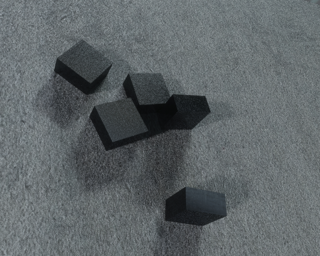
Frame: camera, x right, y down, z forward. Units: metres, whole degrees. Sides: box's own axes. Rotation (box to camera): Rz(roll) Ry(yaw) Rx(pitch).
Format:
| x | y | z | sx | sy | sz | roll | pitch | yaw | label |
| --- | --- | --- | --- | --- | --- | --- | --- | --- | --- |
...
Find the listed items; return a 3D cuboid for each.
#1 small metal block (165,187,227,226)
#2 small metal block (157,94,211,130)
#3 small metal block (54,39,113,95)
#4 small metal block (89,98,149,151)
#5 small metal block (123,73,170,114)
| x | y | z | sx | sy | sz | roll | pitch | yaw | label |
| --- | --- | --- | --- | --- | --- | --- | --- | --- | --- |
| 0.040 | 0.091 | 0.353 | 0.050 | 0.050 | 0.025 | 14 | 56 | -20 | small metal block |
| 0.031 | -0.020 | 0.416 | 0.050 | 0.050 | 0.025 | 0 | 62 | -28 | small metal block |
| -0.098 | -0.079 | 0.399 | 0.050 | 0.025 | 0.050 | 37 | 51 | -3 | small metal block |
| -0.050 | -0.005 | 0.380 | 0.050 | 0.025 | 0.050 | -17 | 71 | -35 | small metal block |
| -0.017 | -0.048 | 0.423 | 0.050 | 0.025 | 0.050 | -6 | 65 | -31 | small metal block |
